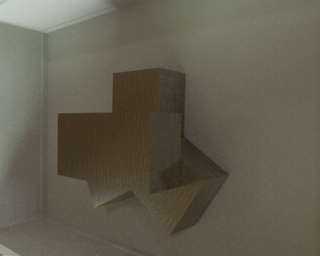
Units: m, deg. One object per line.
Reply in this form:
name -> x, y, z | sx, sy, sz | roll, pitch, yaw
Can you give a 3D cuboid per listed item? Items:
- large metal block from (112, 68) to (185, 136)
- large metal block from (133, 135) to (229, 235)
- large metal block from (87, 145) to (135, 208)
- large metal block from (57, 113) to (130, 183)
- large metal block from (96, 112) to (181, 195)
large metal block -> -0.016, -0.031, 0.402 | 0.080, 0.050, 0.079 | 2, 91, 40
large metal block -> 0.020, 0.064, 0.371 | 0.080, 0.050, 0.080 | 42, 115, 32
large metal block -> -0.061, 0.058, 0.439 | 0.080, 0.050, 0.080 | -32, 70, 35
large metal block -> -0.085, 0.022, 0.394 | 0.080, 0.050, 0.080 | 1, 91, 40
large metal block -> -0.024, 0.023, 0.342 | 0.080, 0.050, 0.080 | 1, 91, 40
